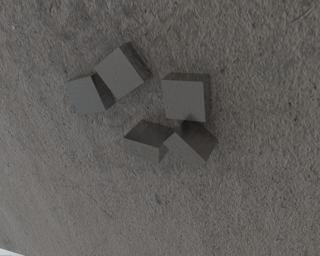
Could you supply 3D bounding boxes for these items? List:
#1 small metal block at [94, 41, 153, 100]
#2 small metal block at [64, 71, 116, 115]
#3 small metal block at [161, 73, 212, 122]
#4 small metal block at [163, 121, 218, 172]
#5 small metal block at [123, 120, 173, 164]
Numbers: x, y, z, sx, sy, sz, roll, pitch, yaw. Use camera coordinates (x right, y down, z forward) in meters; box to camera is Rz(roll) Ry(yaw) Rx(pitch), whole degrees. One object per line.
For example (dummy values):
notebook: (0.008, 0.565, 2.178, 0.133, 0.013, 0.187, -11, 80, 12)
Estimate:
small metal block: (-0.046, -0.071, 0.387, 0.050, 0.025, 0.050, -28, 103, 37)
small metal block: (-0.097, -0.048, 0.428, 0.050, 0.025, 0.050, -7, 115, 31)
small metal block: (0.032, -0.037, 0.367, 0.050, 0.025, 0.050, 7, 122, 24)
small metal block: (0.039, 0.017, 0.381, 0.050, 0.050, 0.025, 44, 129, -3)
small metal block: (-0.014, 0.017, 0.408, 0.050, 0.050, 0.025, 15, 125, 20)
